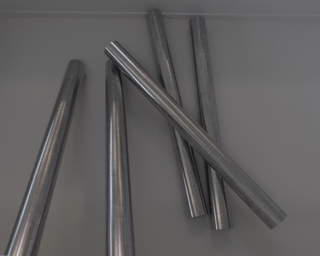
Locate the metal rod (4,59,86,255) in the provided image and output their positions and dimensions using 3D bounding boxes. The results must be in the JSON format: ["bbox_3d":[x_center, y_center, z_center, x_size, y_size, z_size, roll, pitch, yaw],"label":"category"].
[{"bbox_3d":[-0.116,0.019,0.338,0.025,0.025,0.300,-1,46,0],"label":"metal rod"}]

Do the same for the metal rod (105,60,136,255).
[{"bbox_3d":[-0.048,0.017,0.340,0.025,0.025,0.300,-7,46,-3],"label":"metal rod"}]

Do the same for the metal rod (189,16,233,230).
[{"bbox_3d":[0.065,-0.020,0.417,0.025,0.025,0.299,-3,70,-1],"label":"metal rod"}]

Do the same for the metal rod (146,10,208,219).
[{"bbox_3d":[0.018,-0.032,0.421,0.025,0.025,0.299,-10,70,-4],"label":"metal rod"}]

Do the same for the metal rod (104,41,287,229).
[{"bbox_3d":[0.033,-0.002,0.382,0.025,0.025,0.300,-39,75,-13],"label":"metal rod"}]
